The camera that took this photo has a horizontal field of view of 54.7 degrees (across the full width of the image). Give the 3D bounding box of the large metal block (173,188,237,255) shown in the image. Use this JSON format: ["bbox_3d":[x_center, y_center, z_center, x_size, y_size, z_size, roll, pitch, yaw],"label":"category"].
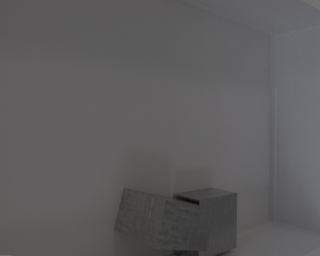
[{"bbox_3d":[0.065,0.134,0.445,0.081,0.050,0.080,2,89,-40],"label":"large metal block"}]

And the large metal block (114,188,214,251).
[{"bbox_3d":[0.005,0.110,0.375,0.080,0.080,0.050,21,77,-38],"label":"large metal block"}]
